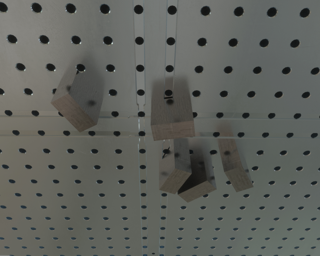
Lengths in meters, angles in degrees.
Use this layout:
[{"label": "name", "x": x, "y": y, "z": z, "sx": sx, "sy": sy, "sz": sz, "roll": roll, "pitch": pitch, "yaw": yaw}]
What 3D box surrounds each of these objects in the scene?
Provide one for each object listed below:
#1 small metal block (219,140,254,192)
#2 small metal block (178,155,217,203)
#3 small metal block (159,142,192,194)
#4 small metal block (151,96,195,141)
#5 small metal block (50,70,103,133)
[{"label": "small metal block", "x": 0.109, "y": 0.055, "z": 0.444, "sx": 0.025, "sy": 0.050, "sz": 0.050, "roll": -23, "pitch": 127, "yaw": 18}, {"label": "small metal block", "x": 0.053, "y": 0.075, "z": 0.460, "sx": 0.050, "sy": 0.050, "sz": 0.025, "roll": -31, "pitch": 124, "yaw": 23}, {"label": "small metal block", "x": 0.021, "y": 0.058, "z": 0.445, "sx": 0.025, "sy": 0.050, "sz": 0.050, "roll": 20, "pitch": 127, "yaw": -16}, {"label": "small metal block", "x": 0.016, "y": -0.013, "z": 0.385, "sx": 0.050, "sy": 0.050, "sz": 0.025, "roll": -6, "pitch": 130, "yaw": 5}, {"label": "small metal block", "x": -0.096, "y": -0.032, "z": 0.367, "sx": 0.025, "sy": 0.050, "sz": 0.050, "roll": -24, "pitch": 127, "yaw": 18}]
